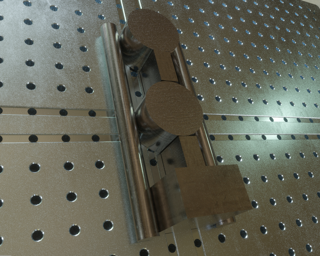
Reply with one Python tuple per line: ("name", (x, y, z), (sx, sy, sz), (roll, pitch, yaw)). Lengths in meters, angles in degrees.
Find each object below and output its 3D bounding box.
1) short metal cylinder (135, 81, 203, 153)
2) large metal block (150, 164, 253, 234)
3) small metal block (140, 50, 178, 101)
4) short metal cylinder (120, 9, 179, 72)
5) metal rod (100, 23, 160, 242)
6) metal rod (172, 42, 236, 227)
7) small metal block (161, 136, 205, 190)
("short metal cylinder", (0.009, -0.014, 0.405), (0.081, 0.050, 0.080), (14, 56, -21))
("large metal block", (0.039, 0.080, 0.345), (0.081, 0.080, 0.050), (1, 62, -28))
("small metal block", (-0.003, -0.072, 0.433), (0.025, 0.050, 0.050), (1, 62, -28))
("short metal cylinder", (-0.019, -0.129, 0.460), (0.081, 0.050, 0.080), (14, 56, -21))
("metal rod", (-0.044, -0.014, 0.392), (0.025, 0.025, 0.299), (1, 61, -28))
("metal rod", (0.049, -0.014, 0.442), (0.025, 0.025, 0.299), (1, 61, -28))
("small metal block", (0.028, 0.043, 0.380), (0.025, 0.050, 0.050), (0, 62, -28))
